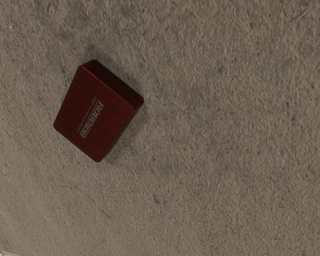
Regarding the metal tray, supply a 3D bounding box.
[{"bbox_3d":[-0.091,-0.020,0.437,0.090,0.030,0.129,39,129,1],"label":"metal tray"}]
